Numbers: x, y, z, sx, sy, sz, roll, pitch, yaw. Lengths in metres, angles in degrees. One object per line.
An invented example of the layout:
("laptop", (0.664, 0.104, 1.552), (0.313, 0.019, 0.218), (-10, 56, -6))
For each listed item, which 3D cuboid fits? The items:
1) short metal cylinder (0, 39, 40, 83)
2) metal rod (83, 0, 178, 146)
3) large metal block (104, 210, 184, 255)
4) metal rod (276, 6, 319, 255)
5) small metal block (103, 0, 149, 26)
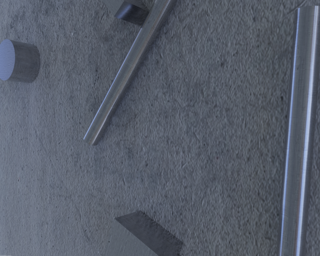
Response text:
("short metal cylinder", (-0.284, -0.132, 0.619), (0.080, 0.050, 0.079), (0, 90, 39))
("metal rod", (-0.036, -0.095, 0.432), (0.025, 0.025, 0.298), (47, 118, 29))
("large metal block", (-0.026, 0.169, 0.408), (0.080, 0.050, 0.079), (27, 107, 36))
("metal rod", (0.131, 0.039, 0.295), (0.025, 0.025, 0.298), (5, 93, 39))
("small metal block", (-0.049, -0.172, 0.427), (0.025, 0.050, 0.050), (-47, 63, 30))
